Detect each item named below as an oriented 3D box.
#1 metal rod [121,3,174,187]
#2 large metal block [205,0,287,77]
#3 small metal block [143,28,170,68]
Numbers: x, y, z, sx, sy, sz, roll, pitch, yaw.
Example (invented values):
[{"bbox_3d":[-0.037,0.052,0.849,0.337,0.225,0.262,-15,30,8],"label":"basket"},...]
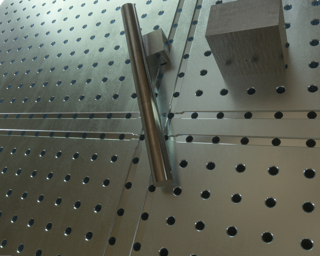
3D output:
[{"bbox_3d":[-0.023,-0.064,0.434,0.025,0.025,0.299,-21,61,16],"label":"metal rod"},{"bbox_3d":[0.110,-0.110,0.383,0.080,0.080,0.050,-1,62,27],"label":"large metal block"},{"bbox_3d":[-0.014,-0.124,0.490,0.050,0.025,0.050,-17,55,18],"label":"small metal block"}]
